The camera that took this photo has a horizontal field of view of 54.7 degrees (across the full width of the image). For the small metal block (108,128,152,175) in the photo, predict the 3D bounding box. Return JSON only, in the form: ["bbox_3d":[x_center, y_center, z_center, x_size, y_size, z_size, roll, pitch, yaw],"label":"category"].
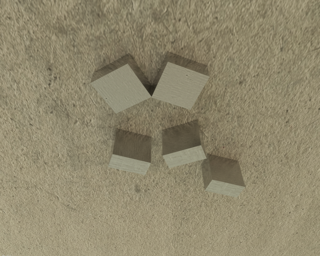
[{"bbox_3d":[-0.039,0.031,0.417,0.050,0.050,0.025,15,129,-13],"label":"small metal block"}]

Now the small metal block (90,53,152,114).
[{"bbox_3d":[-0.044,-0.051,0.363,0.050,0.025,0.050,-24,126,18],"label":"small metal block"}]

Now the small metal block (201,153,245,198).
[{"bbox_3d":[0.090,0.069,0.450,0.050,0.050,0.025,14,129,-12],"label":"small metal block"}]

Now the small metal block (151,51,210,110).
[{"bbox_3d":[0.023,-0.054,0.361,0.050,0.025,0.050,17,128,-14],"label":"small metal block"}]

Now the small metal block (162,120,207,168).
[{"bbox_3d":[0.031,0.020,0.408,0.050,0.050,0.025,-16,128,13],"label":"small metal block"}]
